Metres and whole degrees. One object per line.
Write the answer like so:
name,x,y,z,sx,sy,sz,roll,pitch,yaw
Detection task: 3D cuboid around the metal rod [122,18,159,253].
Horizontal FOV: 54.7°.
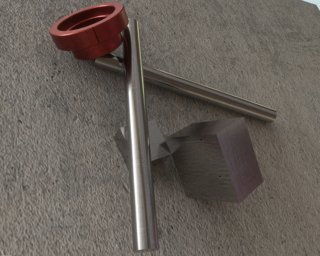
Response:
metal rod,-0.027,-0.014,0.366,0.025,0.025,0.299,8,59,-25

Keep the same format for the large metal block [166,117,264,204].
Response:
large metal block,0.063,0.037,0.365,0.050,0.080,0.080,-27,102,-37

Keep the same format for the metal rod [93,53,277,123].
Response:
metal rod,0.050,-0.058,0.467,0.302,0.025,0.025,15,56,-20

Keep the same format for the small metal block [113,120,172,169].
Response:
small metal block,-0.022,0.022,0.380,0.050,0.025,0.050,-15,70,-34

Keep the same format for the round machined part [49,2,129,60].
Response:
round machined part,-0.087,-0.122,0.400,0.098,0.042,0.098,-12,37,9
